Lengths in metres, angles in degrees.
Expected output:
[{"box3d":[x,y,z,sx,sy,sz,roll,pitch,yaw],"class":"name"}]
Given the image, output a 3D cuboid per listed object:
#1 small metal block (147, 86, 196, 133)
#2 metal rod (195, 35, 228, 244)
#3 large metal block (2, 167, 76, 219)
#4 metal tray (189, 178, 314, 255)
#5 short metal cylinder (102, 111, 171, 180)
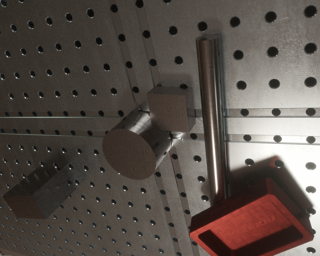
[{"box3d":[0.015,-0.024,0.388,0.050,0.025,0.050,6,121,25],"class":"small metal block"},{"box3d":[0.071,0.035,0.394,0.025,0.025,0.298,5,121,25],"class":"metal rod"},{"box3d":[-0.215,0.116,0.558,0.080,0.080,0.050,-8,114,31],"class":"large metal block"},{"box3d":[0.115,0.130,0.405,0.130,0.030,0.090,-37,106,28],"class":"metal tray"},{"box3d":[-0.031,0.024,0.425,0.080,0.050,0.079,13,124,20],"class":"short metal cylinder"}]
